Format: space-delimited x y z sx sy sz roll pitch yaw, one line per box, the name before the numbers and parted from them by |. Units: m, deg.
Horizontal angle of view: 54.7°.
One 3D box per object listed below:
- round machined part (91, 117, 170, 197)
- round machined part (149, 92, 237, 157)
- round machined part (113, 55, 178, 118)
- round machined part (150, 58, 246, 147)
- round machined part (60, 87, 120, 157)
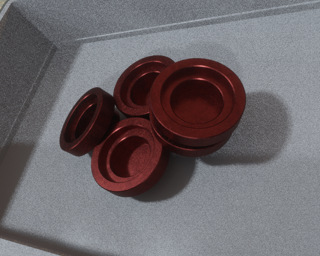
round machined part | -0.033 0.039 0.385 0.098 0.042 0.098 -13 56 21
round machined part | 0.038 -0.011 0.366 0.099 0.042 0.098 -1 63 2
round machined part | -0.012 -0.049 0.428 0.098 0.042 0.098 -13 56 21
round machined part | 0.040 -0.024 0.337 0.099 0.042 0.098 -1 64 3
round machined part | -0.093 -0.005 0.432 0.098 0.042 0.098 -31 41 33
